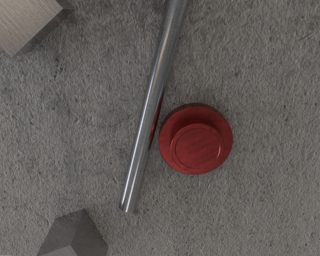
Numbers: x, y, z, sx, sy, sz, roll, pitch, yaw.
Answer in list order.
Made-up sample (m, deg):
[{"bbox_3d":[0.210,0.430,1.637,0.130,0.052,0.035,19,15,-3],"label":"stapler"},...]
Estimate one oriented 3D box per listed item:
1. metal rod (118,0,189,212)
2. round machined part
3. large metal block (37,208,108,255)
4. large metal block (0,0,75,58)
[{"bbox_3d":[-0.013,-0.021,0.401,0.025,0.025,0.298,13,110,-5],"label":"metal rod"},{"bbox_3d":[0.047,0.019,0.408,0.099,0.042,0.097,0,110,0],"label":"round machined part"},{"bbox_3d":[-0.121,0.178,0.445,0.050,0.080,0.080,-22,109,8],"label":"large metal block"},{"bbox_3d":[-0.158,-0.138,0.344,0.080,0.050,0.080,-38,106,12],"label":"large metal block"}]
